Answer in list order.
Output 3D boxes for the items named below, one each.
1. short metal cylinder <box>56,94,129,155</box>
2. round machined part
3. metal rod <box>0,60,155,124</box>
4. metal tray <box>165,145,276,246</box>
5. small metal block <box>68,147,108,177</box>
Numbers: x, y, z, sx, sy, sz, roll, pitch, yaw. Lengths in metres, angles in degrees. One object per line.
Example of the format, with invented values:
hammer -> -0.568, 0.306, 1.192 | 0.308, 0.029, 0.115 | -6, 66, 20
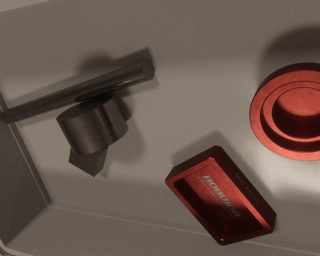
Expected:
short metal cylinder -> -0.089, -0.007, 0.414 | 0.080, 0.080, 0.050 | -9, 114, 32
round machined part -> 0.144, -0.019, 0.310 | 0.098, 0.042, 0.097 | 13, 124, 20
metal rod -> -0.138, -0.044, 0.451 | 0.300, 0.025, 0.025 | -12, 113, 32
metal tray -> 0.081, 0.095, 0.420 | 0.090, 0.030, 0.130 | -34, 100, 38
small metal block -> -0.115, 0.043, 0.493 | 0.050, 0.025, 0.050 | 28, 128, 9
